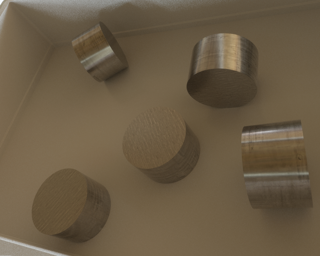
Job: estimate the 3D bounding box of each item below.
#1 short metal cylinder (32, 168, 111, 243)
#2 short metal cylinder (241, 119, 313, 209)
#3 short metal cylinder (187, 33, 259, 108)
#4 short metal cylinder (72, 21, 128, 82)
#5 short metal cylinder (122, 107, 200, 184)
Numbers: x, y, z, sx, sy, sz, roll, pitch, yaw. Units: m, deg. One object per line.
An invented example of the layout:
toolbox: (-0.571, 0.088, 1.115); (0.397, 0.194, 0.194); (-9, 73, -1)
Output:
short metal cylinder: (-0.109, 0.097, 0.386); (0.080, 0.050, 0.080); (-13, 56, 20)
short metal cylinder: (0.110, 0.035, 0.291); (0.050, 0.080, 0.080); (-8, 58, 24)
short metal cylinder: (0.075, -0.066, 0.371); (0.080, 0.080, 0.050); (-3, 61, 26)
short metal cylinder: (-0.093, -0.120, 0.491); (0.050, 0.080, 0.080); (-29, 52, 10)
short metal cylinder: (0.002, 0.021, 0.374); (0.080, 0.050, 0.080); (-13, 56, 20)
